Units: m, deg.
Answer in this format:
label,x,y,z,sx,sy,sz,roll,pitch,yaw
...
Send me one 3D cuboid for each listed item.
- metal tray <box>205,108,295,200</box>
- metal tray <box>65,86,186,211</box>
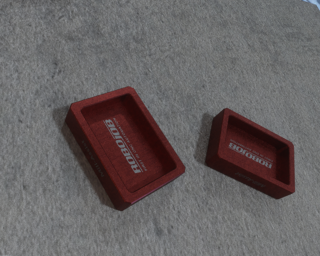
label,x,y,z,sx,sy,sz,roll,pitch,yaw
metal tray,0.135,0.037,0.452,0.131,0.030,0.090,26,52,-12
metal tray,-0.041,0.019,0.367,0.091,0.030,0.130,-24,75,-37
